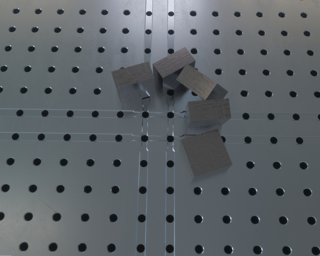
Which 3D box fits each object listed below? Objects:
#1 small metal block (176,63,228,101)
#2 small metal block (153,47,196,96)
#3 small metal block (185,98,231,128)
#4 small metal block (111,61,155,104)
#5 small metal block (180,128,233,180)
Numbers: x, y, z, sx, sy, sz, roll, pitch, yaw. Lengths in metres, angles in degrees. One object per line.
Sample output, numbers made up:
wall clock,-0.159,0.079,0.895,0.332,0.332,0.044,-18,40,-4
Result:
small metal block,0.057,-0.056,0.411,0.050,0.050,0.025,40,103,25
small metal block,0.019,-0.077,0.427,0.050,0.050,0.025,-30,72,-10
small metal block,0.061,-0.018,0.404,0.050,0.050,0.025,-5,81,-2
small metal block,-0.035,-0.060,0.420,0.050,0.050,0.025,-17,71,-6
small metal block,0.058,0.034,0.400,0.050,0.025,0.050,-17,71,-6
